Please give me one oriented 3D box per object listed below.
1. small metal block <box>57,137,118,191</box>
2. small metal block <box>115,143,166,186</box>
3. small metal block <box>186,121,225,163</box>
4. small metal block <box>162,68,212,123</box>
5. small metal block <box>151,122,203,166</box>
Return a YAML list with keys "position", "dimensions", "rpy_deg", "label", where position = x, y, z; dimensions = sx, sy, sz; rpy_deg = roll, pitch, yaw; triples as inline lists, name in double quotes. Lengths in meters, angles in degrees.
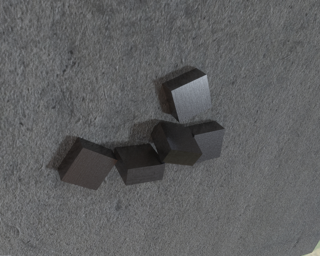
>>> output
- position: [-0.090, 0.045, 0.386]
  dimensions: [0.050, 0.025, 0.050]
  rpy_deg: [27, 104, -38]
  label: "small metal block"
- position: [-0.028, 0.046, 0.404]
  dimensions: [0.050, 0.050, 0.025]
  rpy_deg: [-5, 121, -26]
  label: "small metal block"
- position: [0.064, 0.021, 0.454]
  dimensions: [0.050, 0.025, 0.050]
  rpy_deg: [-11, 123, -23]
  label: "small metal block"
- position: [0.036, -0.042, 0.400]
  dimensions: [0.050, 0.025, 0.050]
  rpy_deg: [-26, 128, -12]
  label: "small metal block"
- position: [0.021, 0.021, 0.412]
  dimensions: [0.050, 0.050, 0.025]
  rpy_deg: [10, 129, -33]
  label: "small metal block"
